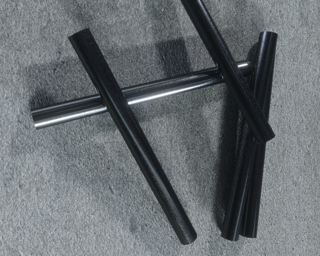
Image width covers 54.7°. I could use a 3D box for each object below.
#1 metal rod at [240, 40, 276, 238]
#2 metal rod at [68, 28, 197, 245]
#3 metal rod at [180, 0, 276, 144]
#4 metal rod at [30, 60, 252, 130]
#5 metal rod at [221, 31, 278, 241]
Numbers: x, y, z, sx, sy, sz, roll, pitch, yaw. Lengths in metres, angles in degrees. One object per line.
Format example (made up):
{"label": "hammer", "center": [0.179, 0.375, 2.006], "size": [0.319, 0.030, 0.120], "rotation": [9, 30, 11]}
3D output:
{"label": "metal rod", "center": [0.147, 0.011, 0.465], "size": [0.025, 0.025, 0.298], "rotation": [8, 87, -20]}
{"label": "metal rod", "center": [-0.025, 0.024, 0.381], "size": [0.025, 0.025, 0.299], "rotation": [-32, 108, -17]}
{"label": "metal rod", "center": [0.073, -0.115, 0.415], "size": [0.025, 0.025, 0.299], "rotation": [-30, 92, -18]}
{"label": "metal rod", "center": [-0.008, -0.049, 0.406], "size": [0.302, 0.025, 0.025], "rotation": [-16, 96, -20]}
{"label": "metal rod", "center": [0.128, 0.012, 0.446], "size": [0.025, 0.025, 0.298], "rotation": [10, 91, -20]}
